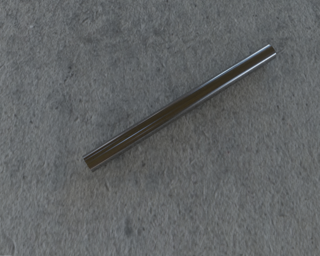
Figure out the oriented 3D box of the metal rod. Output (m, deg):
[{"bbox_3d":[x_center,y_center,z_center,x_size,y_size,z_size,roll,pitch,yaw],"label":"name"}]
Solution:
[{"bbox_3d":[0.034,-0.032,0.420,0.301,0.025,0.025,-32,74,-12],"label":"metal rod"}]
